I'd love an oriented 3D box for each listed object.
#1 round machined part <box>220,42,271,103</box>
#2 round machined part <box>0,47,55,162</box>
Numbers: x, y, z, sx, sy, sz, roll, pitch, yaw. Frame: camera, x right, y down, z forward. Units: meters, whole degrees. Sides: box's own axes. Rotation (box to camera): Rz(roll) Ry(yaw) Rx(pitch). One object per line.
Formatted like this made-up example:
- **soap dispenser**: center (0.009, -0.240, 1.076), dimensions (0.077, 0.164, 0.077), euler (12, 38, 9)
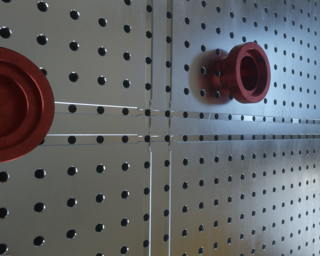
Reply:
- **round machined part**: center (0.138, -0.089, 0.512), dimensions (0.099, 0.042, 0.097), euler (0, 90, -40)
- **round machined part**: center (-0.149, -0.020, 0.273), dimensions (0.099, 0.042, 0.097), euler (0, 90, -40)
